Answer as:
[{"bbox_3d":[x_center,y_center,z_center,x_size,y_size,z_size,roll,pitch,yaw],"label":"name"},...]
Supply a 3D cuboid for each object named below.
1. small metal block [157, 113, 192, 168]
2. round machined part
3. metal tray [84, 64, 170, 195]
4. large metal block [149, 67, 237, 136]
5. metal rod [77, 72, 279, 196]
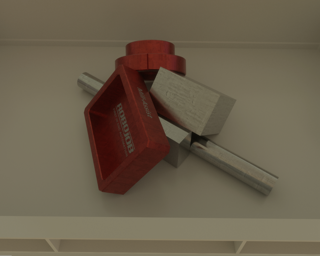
[{"bbox_3d":[0.009,0.014,0.375,0.050,0.050,0.025,31,57,23],"label":"small metal block"},{"bbox_3d":[-0.013,-0.094,0.432,0.099,0.098,0.042,-1,91,-2],"label":"round machined part"},{"bbox_3d":[-0.045,0.000,0.363,0.030,0.090,0.130,19,37,-40],"label":"metal tray"},{"bbox_3d":[0.040,-0.032,0.389,0.080,0.050,0.080,30,13,22],"label":"large metal block"},{"bbox_3d":[0.007,-0.003,0.405,0.300,0.025,0.025,30,56,22],"label":"metal rod"}]
